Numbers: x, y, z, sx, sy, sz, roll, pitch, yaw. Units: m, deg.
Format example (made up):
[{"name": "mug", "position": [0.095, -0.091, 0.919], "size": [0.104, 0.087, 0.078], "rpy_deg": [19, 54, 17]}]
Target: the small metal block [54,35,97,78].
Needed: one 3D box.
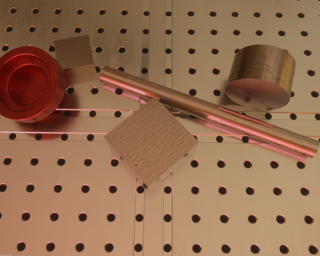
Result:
[{"name": "small metal block", "position": [-0.122, -0.103, 0.448], "size": [0.050, 0.025, 0.050], "rpy_deg": [-12, 70, -5]}]

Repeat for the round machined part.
[{"name": "round machined part", "position": [-0.171, -0.055, 0.412], "size": [0.098, 0.042, 0.097], "rpy_deg": [-1, 81, 9]}]

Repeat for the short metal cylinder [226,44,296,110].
[{"name": "short metal cylinder", "position": [0.132, -0.064, 0.408], "size": [0.080, 0.080, 0.050], "rpy_deg": [16, 71, 5]}]

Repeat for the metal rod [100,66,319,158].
[{"name": "metal rod", "position": [0.061, -0.024, 0.421], "size": [0.301, 0.025, 0.025], "rpy_deg": [20, 71, 7]}]

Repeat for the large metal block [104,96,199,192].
[{"name": "large metal block", "position": [-0.010, 0.022, 0.390], "size": [0.080, 0.050, 0.080], "rpy_deg": [-40, 75, -13]}]
